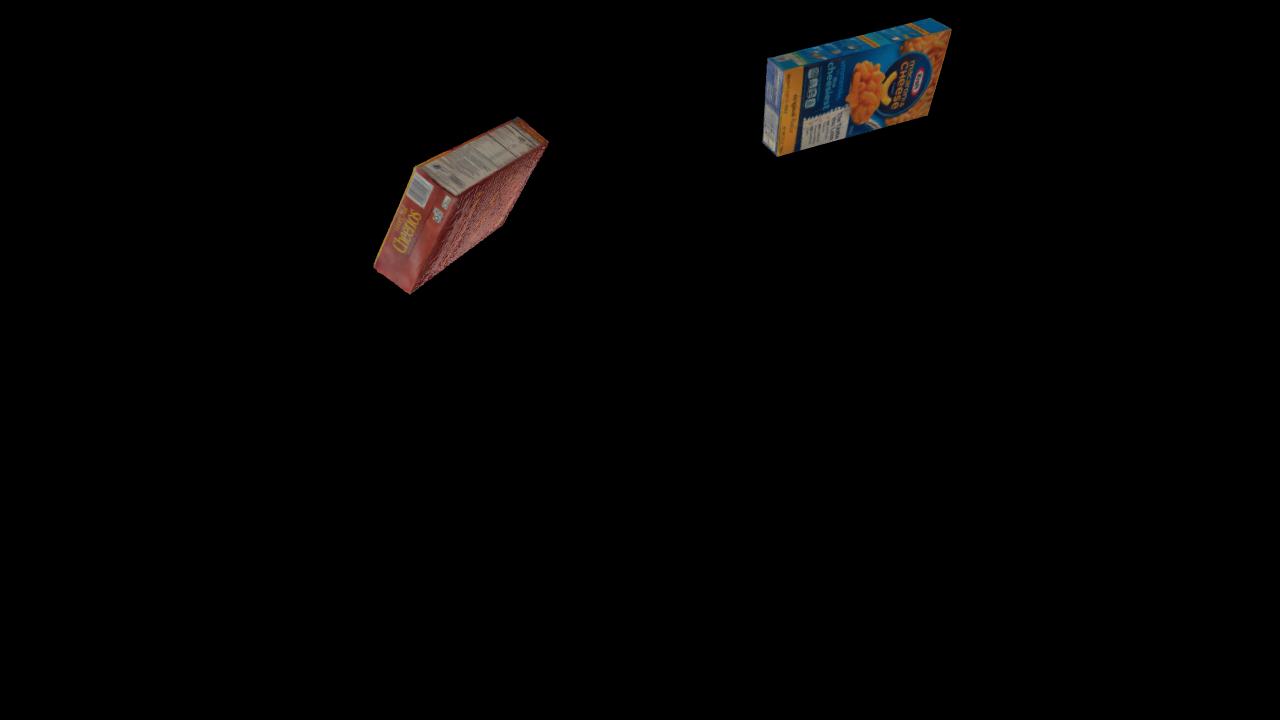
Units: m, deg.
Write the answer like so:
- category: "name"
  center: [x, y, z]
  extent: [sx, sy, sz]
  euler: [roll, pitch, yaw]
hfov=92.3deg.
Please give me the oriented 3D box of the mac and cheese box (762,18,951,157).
- category: "mac and cheese box"
  center: [0.218, -0.278, 0.630]
  extent: [0.184, 0.041, 0.093]
  euler: [-18, -42, -9]

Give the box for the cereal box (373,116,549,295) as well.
- category: "cereal box"
  center: [-0.278, -0.256, 0.988]
  extent: [0.203, 0.081, 0.306]
  euler: [-47, 9, 37]
